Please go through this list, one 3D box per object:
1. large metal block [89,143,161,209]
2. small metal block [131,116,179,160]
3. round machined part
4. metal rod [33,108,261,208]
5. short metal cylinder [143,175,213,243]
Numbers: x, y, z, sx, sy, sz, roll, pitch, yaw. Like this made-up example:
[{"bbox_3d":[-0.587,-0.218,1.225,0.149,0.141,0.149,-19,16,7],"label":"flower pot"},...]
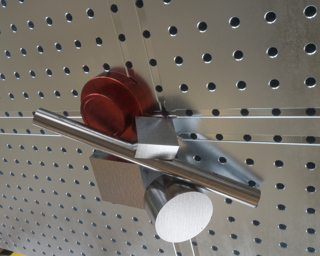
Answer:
[{"bbox_3d":[-0.047,0.067,0.457,0.080,0.050,0.079,5,121,25],"label":"large metal block"},{"bbox_3d":[-0.007,0.012,0.393,0.050,0.050,0.025,5,131,-15],"label":"small metal block"},{"bbox_3d":[-0.067,-0.023,0.420,0.098,0.042,0.097,13,124,20],"label":"round machined part"},{"bbox_3d":[-0.016,0.038,0.400,0.301,0.025,0.025,21,127,-1],"label":"metal rod"},{"bbox_3d":[0.024,0.106,0.419,0.081,0.050,0.079,-9,116,-18],"label":"short metal cylinder"}]
